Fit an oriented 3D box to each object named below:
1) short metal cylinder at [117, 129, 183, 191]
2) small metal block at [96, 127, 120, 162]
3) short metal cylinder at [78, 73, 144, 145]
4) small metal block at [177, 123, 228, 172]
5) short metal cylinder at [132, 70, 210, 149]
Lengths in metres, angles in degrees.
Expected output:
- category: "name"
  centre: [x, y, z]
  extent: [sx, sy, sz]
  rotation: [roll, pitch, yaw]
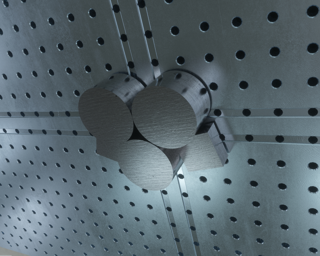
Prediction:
- category: "short metal cylinder"
  centre: [-0.010, 0.037, 0.419]
  extent: [0.080, 0.050, 0.079]
  rotation: [13, 124, 21]
- category: "small metal block"
  centre: [-0.065, 0.020, 0.453]
  extent: [0.050, 0.025, 0.050]
  rotation: [19, 126, 17]
- category: "short metal cylinder"
  centre: [-0.058, -0.025, 0.405]
  extent: [0.080, 0.050, 0.079]
  rotation: [13, 124, 21]
- category: "small metal block"
  centre: [0.052, 0.026, 0.395]
  extent: [0.050, 0.025, 0.050]
  rotation: [-15, 111, 34]
- category: "short metal cylinder"
  centre: [0.014, -0.022, 0.369]
  extent: [0.080, 0.050, 0.079]
  rotation: [13, 124, 21]
